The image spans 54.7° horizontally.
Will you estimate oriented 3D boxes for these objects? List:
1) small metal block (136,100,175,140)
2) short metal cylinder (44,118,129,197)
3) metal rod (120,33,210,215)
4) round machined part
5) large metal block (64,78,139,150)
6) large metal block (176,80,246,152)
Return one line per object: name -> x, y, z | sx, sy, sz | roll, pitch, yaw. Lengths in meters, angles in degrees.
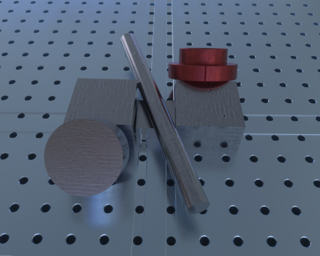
small metal block -> -0.005, -0.011, 0.417 | 0.050, 0.025, 0.050 | 1, 50, 0
short metal cylinder -> -0.077, 0.029, 0.339 | 0.080, 0.050, 0.079 | 0, 93, 1
metal rod -> -0.006, -0.030, 0.399 | 0.025, 0.025, 0.300 | -13, 51, -11
round machined part -> 0.061, -0.093, 0.443 | 0.099, 0.042, 0.098 | 1, 15, 0
large metal block -> -0.072, -0.019, 0.408 | 0.080, 0.050, 0.080 | 2, 50, 1
large metal block -> 0.061, -0.017, 0.406 | 0.081, 0.050, 0.080 | 1, 50, 0
